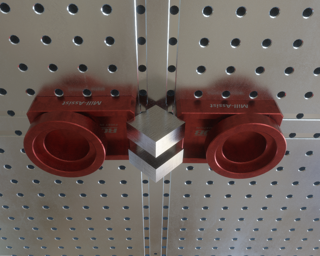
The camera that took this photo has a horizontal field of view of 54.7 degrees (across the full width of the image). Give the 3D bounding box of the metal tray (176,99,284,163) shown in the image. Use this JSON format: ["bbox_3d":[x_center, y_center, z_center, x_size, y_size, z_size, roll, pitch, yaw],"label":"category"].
[{"bbox_3d":[0.086,0.006,0.415,0.131,0.030,0.089,0,131,-1],"label":"metal tray"}]

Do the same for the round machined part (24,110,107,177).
[{"bbox_3d":[-0.117,0.016,0.396,0.099,0.042,0.097,0,130,0],"label":"round machined part"}]

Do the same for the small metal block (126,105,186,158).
[{"bbox_3d":[-0.005,0.002,0.378,0.050,0.050,0.025,33,139,32],"label":"small metal block"}]

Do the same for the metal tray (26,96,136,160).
[{"bbox_3d":[-0.095,0.002,0.411,0.131,0.030,0.089,-1,132,0],"label":"metal tray"}]

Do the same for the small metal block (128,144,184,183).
[{"bbox_3d":[-0.005,0.036,0.407,0.050,0.050,0.025,33,139,32],"label":"small metal block"}]

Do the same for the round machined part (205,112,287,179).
[{"bbox_3d":[0.107,0.018,0.400,0.099,0.042,0.097,0,130,0],"label":"round machined part"}]
